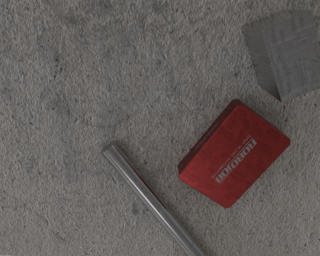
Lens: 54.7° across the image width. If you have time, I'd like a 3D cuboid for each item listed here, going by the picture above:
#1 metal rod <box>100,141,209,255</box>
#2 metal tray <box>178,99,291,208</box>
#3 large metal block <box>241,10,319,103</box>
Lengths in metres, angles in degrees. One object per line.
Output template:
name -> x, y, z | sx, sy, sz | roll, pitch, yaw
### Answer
metal rod -> 0.015, 0.140, 0.461 | 0.025, 0.025, 0.300 | -33, 107, 11
metal tray -> 0.097, 0.037, 0.422 | 0.090, 0.030, 0.129 | 34, 106, -12
large metal block -> 0.138, -0.084, 0.351 | 0.050, 0.080, 0.080 | -21, 109, 7
